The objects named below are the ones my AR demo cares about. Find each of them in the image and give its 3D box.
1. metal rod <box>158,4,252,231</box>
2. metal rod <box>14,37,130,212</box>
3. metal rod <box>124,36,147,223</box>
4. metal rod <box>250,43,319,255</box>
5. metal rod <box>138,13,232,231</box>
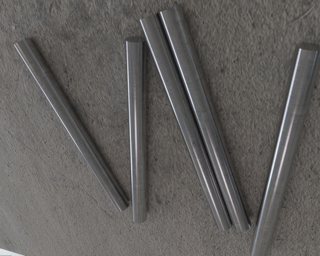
[{"bbox_3d":[0.062,0.004,0.376,0.025,0.025,0.299,-8,114,32],"label":"metal rod"},{"bbox_3d":[-0.127,0.006,0.477,0.025,0.025,0.299,-15,111,34],"label":"metal rod"},{"bbox_3d":[-0.031,0.023,0.437,0.025,0.025,0.298,15,125,20],"label":"metal rod"},{"bbox_3d":[0.140,0.052,0.364,0.025,0.025,0.298,13,124,21],"label":"metal rod"},{"bbox_3d":[0.040,0.008,0.390,0.025,0.025,0.299,-8,114,32],"label":"metal rod"}]
